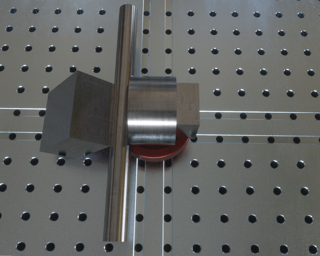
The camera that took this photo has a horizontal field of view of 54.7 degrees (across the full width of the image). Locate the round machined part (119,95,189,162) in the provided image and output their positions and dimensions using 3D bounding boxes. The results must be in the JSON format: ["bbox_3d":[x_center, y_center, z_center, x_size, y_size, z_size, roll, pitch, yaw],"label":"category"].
[{"bbox_3d":[-0.008,-0.003,0.402,0.099,0.042,0.098,0,70,-1],"label":"round machined part"}]

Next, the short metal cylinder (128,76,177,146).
[{"bbox_3d":[-0.008,-0.020,0.358,0.050,0.080,0.080,1,70,0],"label":"short metal cylinder"}]

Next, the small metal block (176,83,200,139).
[{"bbox_3d":[0.030,-0.019,0.361,0.025,0.050,0.050,1,70,0],"label":"small metal block"}]

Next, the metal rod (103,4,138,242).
[{"bbox_3d":[-0.045,-0.022,0.375,0.025,0.025,0.299,1,70,0],"label":"metal rod"}]

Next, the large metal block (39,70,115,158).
[{"bbox_3d":[-0.102,-0.013,0.380,0.050,0.080,0.080,18,64,-38],"label":"large metal block"}]
